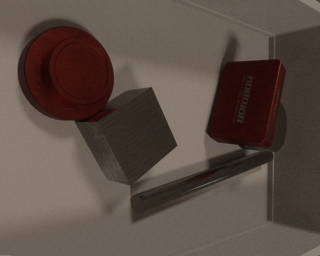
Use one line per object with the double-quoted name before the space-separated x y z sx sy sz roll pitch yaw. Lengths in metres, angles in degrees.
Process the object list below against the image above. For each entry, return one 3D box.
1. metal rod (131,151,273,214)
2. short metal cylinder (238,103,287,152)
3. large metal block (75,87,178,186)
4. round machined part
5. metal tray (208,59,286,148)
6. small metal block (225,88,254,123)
"metal rod" 0.086 0.073 0.481 0.302 0.025 0.025 -11 97 -40
"short metal cylinder" 0.161 -0.004 0.492 0.081 0.050 0.079 -2 93 -45
"large metal block" -0.037 0.008 0.361 0.080 0.050 0.080 -38 114 -34
"round machined part" -0.089 -0.056 0.322 0.099 0.042 0.097 0 90 -40
"metal tray" 0.133 -0.039 0.475 0.030 0.090 0.130 31 70 -49
"small metal block" 0.133 -0.037 0.512 0.050 0.025 0.050 9 87 -54
